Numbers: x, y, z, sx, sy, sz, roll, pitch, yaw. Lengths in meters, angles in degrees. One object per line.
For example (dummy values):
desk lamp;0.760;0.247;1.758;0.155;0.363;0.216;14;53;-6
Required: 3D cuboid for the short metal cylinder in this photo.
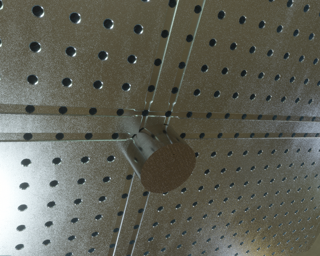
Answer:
short metal cylinder;0.001;0.042;0.423;0.081;0.050;0.079;-14;125;-21
